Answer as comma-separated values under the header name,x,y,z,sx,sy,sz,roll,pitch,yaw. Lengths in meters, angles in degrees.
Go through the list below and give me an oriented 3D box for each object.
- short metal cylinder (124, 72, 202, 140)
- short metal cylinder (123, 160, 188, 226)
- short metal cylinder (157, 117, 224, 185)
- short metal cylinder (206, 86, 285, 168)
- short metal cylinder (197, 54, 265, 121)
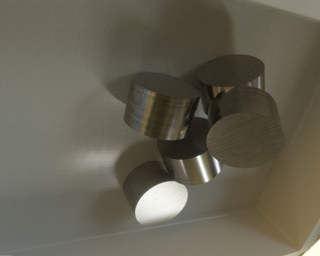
name,x,y,z,sx,sy,sz,roll,pitch,yaw
short metal cylinder,0.002,-0.028,0.359,0.081,0.080,0.050,0,119,-29
short metal cylinder,-0.007,0.094,0.449,0.081,0.050,0.079,-14,124,-21
short metal cylinder,0.042,0.030,0.416,0.080,0.080,0.050,-29,129,-11
short metal cylinder,0.094,0.000,0.349,0.080,0.050,0.079,5,130,7
short metal cylinder,0.091,-0.052,0.392,0.081,0.080,0.050,-25,128,-13
